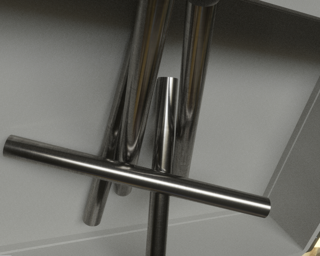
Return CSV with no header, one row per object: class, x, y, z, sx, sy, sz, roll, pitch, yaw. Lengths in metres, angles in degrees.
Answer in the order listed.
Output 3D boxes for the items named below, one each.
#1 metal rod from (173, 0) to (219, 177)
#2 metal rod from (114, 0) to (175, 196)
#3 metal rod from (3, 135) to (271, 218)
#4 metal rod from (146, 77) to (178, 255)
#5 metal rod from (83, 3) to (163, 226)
metal rod,0.032,-0.011,0.355,0.025,0.025,0.298,-22,147,-15
metal rod,-0.026,-0.005,0.318,0.025,0.025,0.298,-13,147,-21
metal rod,-0.019,0.057,0.352,0.302,0.025,0.025,15,113,-7
metal rod,0.000,0.088,0.382,0.025,0.025,0.298,3,91,-30
metal rod,-0.052,-0.001,0.379,0.025,0.025,0.298,4,116,-31
